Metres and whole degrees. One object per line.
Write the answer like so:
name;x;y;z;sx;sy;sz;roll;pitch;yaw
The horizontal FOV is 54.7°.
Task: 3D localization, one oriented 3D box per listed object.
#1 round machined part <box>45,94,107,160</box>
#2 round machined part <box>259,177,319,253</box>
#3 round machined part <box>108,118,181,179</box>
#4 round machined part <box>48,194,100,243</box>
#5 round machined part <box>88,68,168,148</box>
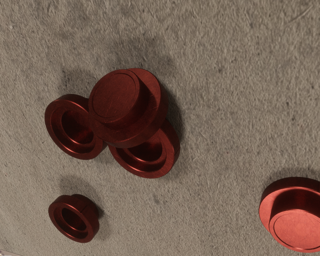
round machined part;-0.114;-0.005;0.451;0.098;0.042;0.097;13;124;20
round machined part;0.170;0.111;0.375;0.098;0.042;0.097;13;124;20
round machined part;-0.018;0.016;0.414;0.098;0.042;0.097;13;124;20
round machined part;-0.153;0.162;0.574;0.098;0.042;0.097;13;124;20
round machined part;-0.043;-0.029;0.361;0.098;0.098;0.042;1;157;27
